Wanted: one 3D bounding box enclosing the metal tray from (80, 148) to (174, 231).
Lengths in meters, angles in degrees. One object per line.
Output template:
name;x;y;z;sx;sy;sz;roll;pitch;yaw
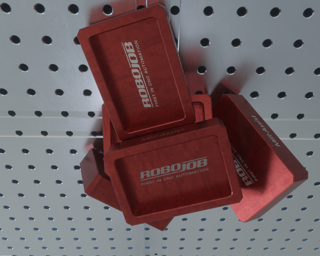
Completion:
metal tray;-0.047;0.086;0.438;0.130;0.090;0.030;34;95;-26

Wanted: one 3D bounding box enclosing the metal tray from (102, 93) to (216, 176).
metal tray;-0.001;0.009;0.377;0.131;0.090;0.030;-4;175;5

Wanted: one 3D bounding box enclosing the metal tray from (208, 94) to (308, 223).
metal tray;0.098;0.033;0.373;0.030;0.130;0.089;-1;138;-39

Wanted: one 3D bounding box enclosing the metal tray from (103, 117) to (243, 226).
metal tray;0.015;0.049;0.339;0.130;0.030;0.090;-15;104;8

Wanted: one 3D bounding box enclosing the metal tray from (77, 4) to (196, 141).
metal tray;-0.021;-0.056;0.335;0.090;0.030;0.129;-15;113;10
